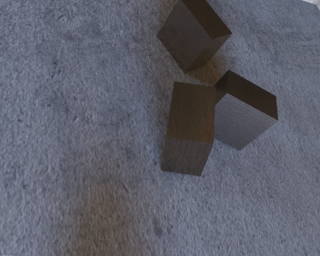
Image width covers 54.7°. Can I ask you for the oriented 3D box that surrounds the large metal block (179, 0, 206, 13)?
[{"bbox_3d":[0.063,-0.282,0.596,0.080,0.050,0.080,37,51,-4],"label":"large metal block"}]

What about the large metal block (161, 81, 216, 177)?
[{"bbox_3d":[0.034,0.003,0.379,0.050,0.080,0.080,8,56,1],"label":"large metal block"}]

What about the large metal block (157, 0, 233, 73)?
[{"bbox_3d":[0.052,-0.147,0.488,0.050,0.080,0.080,-26,76,-37],"label":"large metal block"}]

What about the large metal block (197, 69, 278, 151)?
[{"bbox_3d":[0.106,-0.023,0.438,0.080,0.080,0.050,26,46,-13],"label":"large metal block"}]
